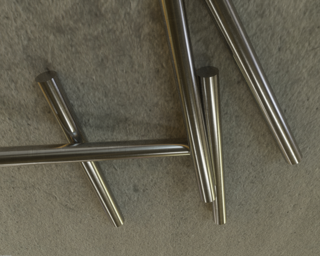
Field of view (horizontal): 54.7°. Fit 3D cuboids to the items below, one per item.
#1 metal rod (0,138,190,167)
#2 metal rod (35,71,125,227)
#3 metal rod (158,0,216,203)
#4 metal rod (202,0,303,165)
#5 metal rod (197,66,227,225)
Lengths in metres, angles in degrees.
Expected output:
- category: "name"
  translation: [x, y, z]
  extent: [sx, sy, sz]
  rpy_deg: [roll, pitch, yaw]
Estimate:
- category: "metal rod"
  translation: [-0.108, 0.032, 0.398]
  extent: [0.302, 0.025, 0.025]
  rpy_deg: [-2, 131, -12]
- category: "metal rod"
  translation: [-0.103, 0.052, 0.450]
  extent: [0.025, 0.025, 0.298]
  rpy_deg: [-9, 130, 7]
- category: "metal rod"
  translation: [0.040, -0.017, 0.378]
  extent: [0.025, 0.025, 0.298]
  rpy_deg: [-10, 125, 8]
- category: "metal rod"
  translation: [0.113, -0.054, 0.363]
  extent: [0.025, 0.025, 0.300]
  rpy_deg: [-26, 126, 20]
- category: "metal rod"
  translation: [0.080, 0.047, 0.448]
  extent: [0.025, 0.025, 0.298]
  rpy_deg: [-8, 130, 6]
